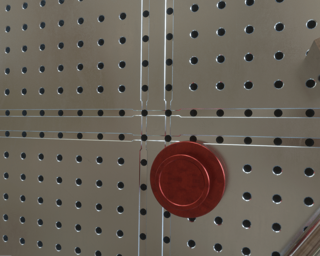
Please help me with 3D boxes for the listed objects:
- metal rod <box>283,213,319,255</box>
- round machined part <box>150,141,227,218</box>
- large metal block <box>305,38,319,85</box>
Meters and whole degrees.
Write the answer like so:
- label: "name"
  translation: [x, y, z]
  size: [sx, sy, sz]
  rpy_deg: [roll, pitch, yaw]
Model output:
- label: "metal rod"
  translation: [0.223, 0.055, 0.334]
  size: [0.025, 0.025, 0.299]
  rpy_deg: [38, 102, 16]
- label: "round machined part"
  translation: [0.033, 0.065, 0.391]
  size: [0.098, 0.042, 0.097]
  rpy_deg: [0, 90, 19]
- label: "large metal block"
  translation: [0.202, -0.076, 0.312]
  size: [0.080, 0.080, 0.050]
  rpy_deg: [-26, 82, 18]
